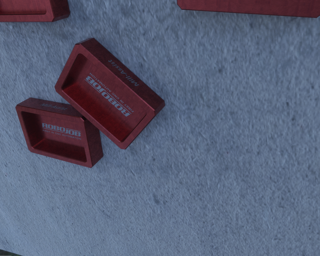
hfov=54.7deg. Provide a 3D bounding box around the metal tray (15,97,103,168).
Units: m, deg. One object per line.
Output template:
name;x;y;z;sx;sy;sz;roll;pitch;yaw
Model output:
metal tray;-0.158;0.006;0.487;0.130;0.030;0.089;11;123;22

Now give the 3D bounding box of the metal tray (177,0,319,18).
metal tray;0.081;-0.149;0.269;0.130;0.030;0.089;12;124;21

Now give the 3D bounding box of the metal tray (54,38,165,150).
metal tray;-0.069;-0.043;0.411;0.130;0.030;0.090;42;129;-1

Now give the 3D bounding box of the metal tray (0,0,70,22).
metal tray;-0.182;-0.181;0.385;0.130;0.030;0.089;8;122;23
